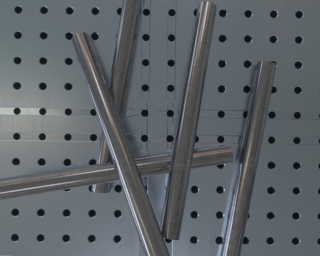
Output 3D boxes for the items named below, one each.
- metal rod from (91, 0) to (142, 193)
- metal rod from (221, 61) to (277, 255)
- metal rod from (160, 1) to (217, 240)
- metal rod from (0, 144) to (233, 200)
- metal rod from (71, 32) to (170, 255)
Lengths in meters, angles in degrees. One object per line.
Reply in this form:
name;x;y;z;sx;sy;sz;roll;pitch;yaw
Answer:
metal rod;-0.054;-0.064;0.412;0.025;0.025;0.298;10;90;0
metal rod;0.115;0.061;0.414;0.025;0.025;0.299;11;90;0
metal rod;0.037;-0.017;0.388;0.025;0.025;0.299;10;80;0
metal rod;-0.055;0.054;0.390;0.302;0.025;0.025;-8;90;-9
metal rod;-0.052;0.015;0.376;0.025;0.025;0.299;-22;75;0
